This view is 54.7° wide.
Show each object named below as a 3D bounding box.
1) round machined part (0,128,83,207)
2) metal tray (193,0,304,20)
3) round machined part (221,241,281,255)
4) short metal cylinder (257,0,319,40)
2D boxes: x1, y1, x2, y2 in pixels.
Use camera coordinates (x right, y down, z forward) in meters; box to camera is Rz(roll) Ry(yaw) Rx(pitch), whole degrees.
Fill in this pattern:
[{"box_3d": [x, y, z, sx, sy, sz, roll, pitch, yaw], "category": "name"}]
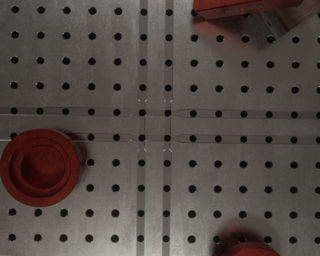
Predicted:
[{"box_3d": [-0.149, 0.049, 0.403, 0.099, 0.042, 0.097, 0, 90, -1], "category": "round machined part"}, {"box_3d": [0.106, -0.187, 0.373, 0.130, 0.030, 0.089, 8, 90, 41], "category": "metal tray"}, {"box_3d": [0.119, 0.197, 0.407, 0.099, 0.042, 0.097, 0, 90, -1], "category": "round machined part"}, {"box_3d": [0.169, -0.155, 0.388, 0.080, 0.080, 0.050, -33, 90, 0], "category": "short metal cylinder"}]
